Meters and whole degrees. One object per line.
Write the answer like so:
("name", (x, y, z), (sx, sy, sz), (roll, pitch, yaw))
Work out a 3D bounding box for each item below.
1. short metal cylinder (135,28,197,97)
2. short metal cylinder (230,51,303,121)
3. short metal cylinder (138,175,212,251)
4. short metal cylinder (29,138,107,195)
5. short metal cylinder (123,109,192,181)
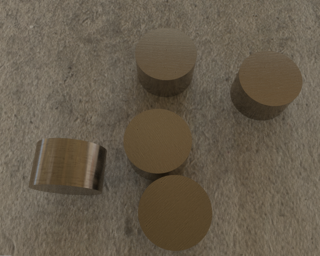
("short metal cylinder", (0.008, -0.089, 0.428), (0.081, 0.050, 0.080), (0, 70, 0))
("short metal cylinder", (0.141, -0.056, 0.417), (0.081, 0.050, 0.080), (0, 70, 0))
("short metal cylinder", (0.016, 0.099, 0.359), (0.081, 0.050, 0.080), (0, 70, 0))
("short metal cylinder", (-0.105, 0.048, 0.360), (0.081, 0.080, 0.050), (3, 70, 1))
("short metal cylinder", (-0.003, 0.022, 0.387), (0.081, 0.050, 0.080), (0, 70, 0))
